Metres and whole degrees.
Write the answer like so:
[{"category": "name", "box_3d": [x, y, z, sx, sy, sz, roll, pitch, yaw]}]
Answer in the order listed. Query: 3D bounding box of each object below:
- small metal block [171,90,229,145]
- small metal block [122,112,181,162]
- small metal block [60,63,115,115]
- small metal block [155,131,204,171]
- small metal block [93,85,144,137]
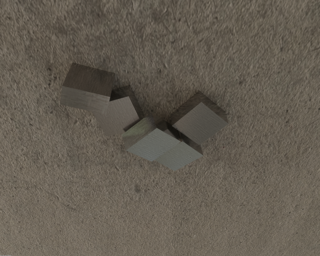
[{"category": "small metal block", "box_3d": [0.050, -0.012, 0.397, 0.050, 0.025, 0.050, 35, 122, -26]}, {"category": "small metal block", "box_3d": [-0.010, 0.013, 0.391, 0.050, 0.025, 0.050, -36, 140, 21]}, {"category": "small metal block", "box_3d": [-0.081, -0.045, 0.351, 0.050, 0.050, 0.025, 13, 129, -11]}, {"category": "small metal block", "box_3d": [0.023, 0.030, 0.426, 0.050, 0.025, 0.050, -32, 137, 24]}, {"category": "small metal block", "box_3d": [-0.052, -0.021, 0.389, 0.050, 0.025, 0.050, -14, 129, 11]}]
